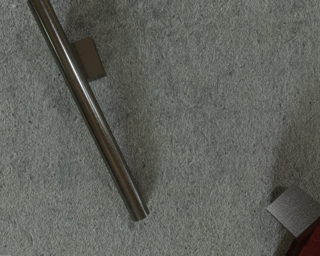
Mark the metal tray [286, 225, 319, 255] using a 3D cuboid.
[{"bbox_3d":[0.216,0.188,0.411,0.090,0.030,0.130,29,90,-1],"label":"metal tray"}]

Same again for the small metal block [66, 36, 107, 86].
[{"bbox_3d":[-0.104,-0.086,0.409,0.050,0.025,0.050,-19,90,-1],"label":"small metal block"}]

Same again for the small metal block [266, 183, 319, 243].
[{"bbox_3d":[0.176,0.108,0.399,0.050,0.025,0.050,-43,46,0],"label":"small metal block"}]

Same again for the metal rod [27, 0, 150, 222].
[{"bbox_3d":[-0.086,-0.018,0.389,0.025,0.025,0.299,-24,98,0],"label":"metal rod"}]
